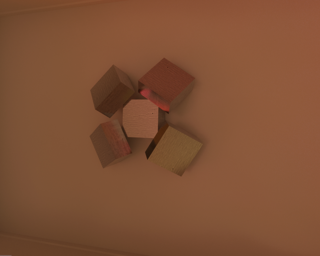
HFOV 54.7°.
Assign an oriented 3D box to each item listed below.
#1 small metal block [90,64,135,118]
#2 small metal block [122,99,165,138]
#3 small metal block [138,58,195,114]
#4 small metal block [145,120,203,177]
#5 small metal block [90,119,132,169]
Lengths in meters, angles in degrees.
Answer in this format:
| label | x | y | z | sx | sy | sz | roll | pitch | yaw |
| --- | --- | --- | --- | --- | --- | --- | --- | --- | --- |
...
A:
| label | x | y | z | sx | sy | sz | roll | pitch | yaw |
| --- | --- | --- | --- | --- | --- | --- | --- | --- | --- |
| small metal block | -0.065 | -0.050 | 0.418 | 0.050 | 0.025 | 0.050 | -44 | 39 | 15 |
| small metal block | -0.022 | -0.012 | 0.415 | 0.050 | 0.025 | 0.050 | 2 | 91 | 20 |
| small metal block | 0.008 | -0.054 | 0.393 | 0.050 | 0.025 | 0.050 | 37 | 64 | 16 |
| small metal block | 0.017 | 0.026 | 0.390 | 0.050 | 0.025 | 0.050 | 29 | 101 | -17 |
| small metal block | -0.068 | 0.022 | 0.420 | 0.050 | 0.025 | 0.050 | -36 | 76 | 55 |
